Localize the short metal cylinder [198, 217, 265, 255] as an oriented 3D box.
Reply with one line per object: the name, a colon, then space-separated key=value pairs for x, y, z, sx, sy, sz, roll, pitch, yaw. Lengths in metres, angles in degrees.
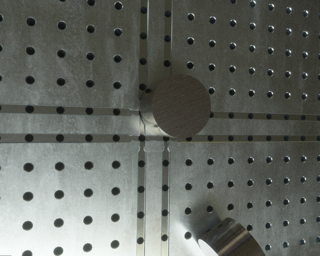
short metal cylinder: x=0.098 y=0.171 z=0.421 sx=0.050 sy=0.080 sz=0.080 roll=-32 pitch=101 yaw=-17

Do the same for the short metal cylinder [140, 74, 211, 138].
short metal cylinder: x=0.019 y=-0.027 z=0.408 sx=0.081 sy=0.050 sz=0.079 roll=0 pitch=90 yaw=-21
